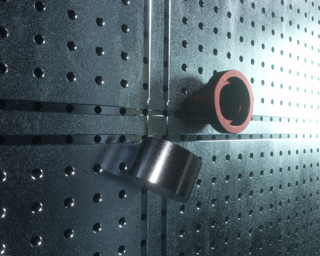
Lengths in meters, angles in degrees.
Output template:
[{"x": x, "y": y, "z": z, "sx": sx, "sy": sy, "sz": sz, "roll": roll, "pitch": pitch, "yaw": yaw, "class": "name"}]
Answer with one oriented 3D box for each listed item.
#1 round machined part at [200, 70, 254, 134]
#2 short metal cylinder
[{"x": 0.101, "y": -0.040, "z": 0.485, "sx": 0.099, "sy": 0.042, "sz": 0.097, "roll": 0, "pitch": 90, "yaw": -40, "class": "round machined part"}, {"x": 0.005, "y": 0.052, "z": 0.380, "sx": 0.080, "sy": 0.080, "sz": 0.050, "roll": 37, "pitch": 67, "yaw": -34, "class": "short metal cylinder"}]
